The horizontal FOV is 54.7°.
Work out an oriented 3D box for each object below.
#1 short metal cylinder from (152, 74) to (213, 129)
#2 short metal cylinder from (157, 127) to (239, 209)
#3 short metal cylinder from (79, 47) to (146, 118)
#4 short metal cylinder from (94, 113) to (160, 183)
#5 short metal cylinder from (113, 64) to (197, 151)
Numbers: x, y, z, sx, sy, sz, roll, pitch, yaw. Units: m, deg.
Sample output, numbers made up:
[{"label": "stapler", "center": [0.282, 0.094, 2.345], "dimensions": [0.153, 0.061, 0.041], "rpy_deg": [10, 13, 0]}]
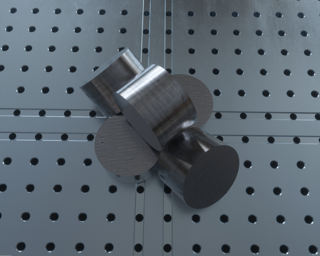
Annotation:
[{"label": "short metal cylinder", "center": [0.026, -0.023, 0.406], "dimensions": [0.081, 0.050, 0.080], "rpy_deg": [0, 70, 0]}, {"label": "short metal cylinder", "center": [0.044, 0.045, 0.359], "dimensions": [0.080, 0.080, 0.050], "rpy_deg": [-39, 39, -13]}, {"label": "short metal cylinder", "center": [-0.055, -0.058, 0.396], "dimensions": [0.080, 0.080, 0.050], "rpy_deg": [-44, 110, -15]}, {"label": "short metal cylinder", "center": [-0.037, 0.026, 0.388], "dimensions": [0.081, 0.050, 0.080], "rpy_deg": [0, 70, 0]}, {"label": "short metal cylinder", "center": [-0.006, -0.021, 0.336], "dimensions": [0.050, 0.080, 0.080], "rpy_deg": [-40, 75, -13]}]
